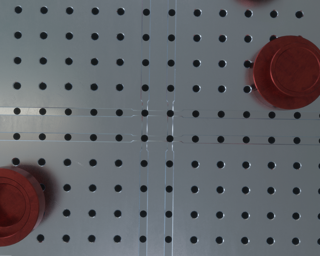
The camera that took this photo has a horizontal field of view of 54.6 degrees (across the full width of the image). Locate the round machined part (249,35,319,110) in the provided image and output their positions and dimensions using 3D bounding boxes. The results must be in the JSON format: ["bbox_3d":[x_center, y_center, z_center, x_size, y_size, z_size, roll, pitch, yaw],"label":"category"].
[{"bbox_3d":[0.171,-0.073,0.406,0.099,0.042,0.097,0,90,0],"label":"round machined part"}]

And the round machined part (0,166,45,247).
[{"bbox_3d":[-0.199,0.098,0.404,0.099,0.042,0.097,0,90,0],"label":"round machined part"}]
